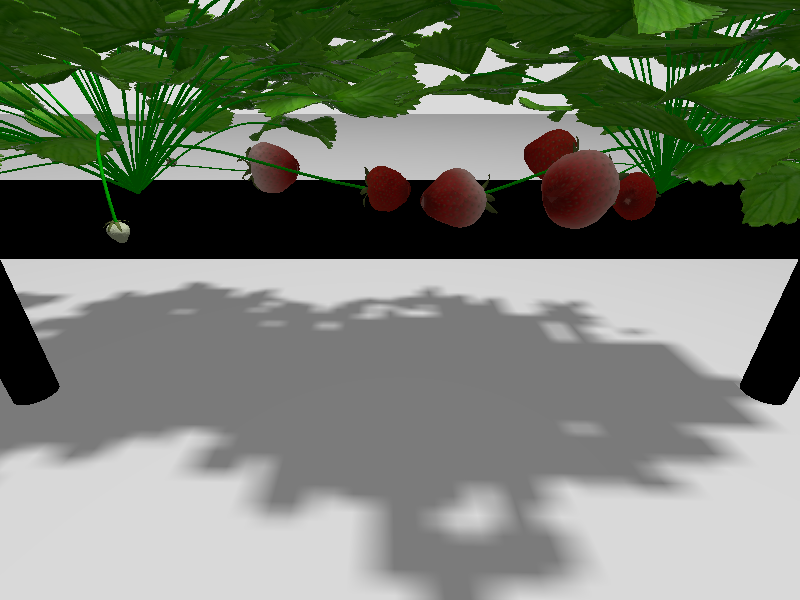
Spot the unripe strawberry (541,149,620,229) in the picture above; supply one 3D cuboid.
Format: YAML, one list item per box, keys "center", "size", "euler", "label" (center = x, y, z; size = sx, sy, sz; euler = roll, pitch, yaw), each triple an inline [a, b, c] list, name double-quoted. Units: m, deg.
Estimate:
- center: [0.105, -0.066, 0.243]
  size: [0.049, 0.048, 0.045]
  euler: [-22, 34, -35]
  label: "unripe strawberry"

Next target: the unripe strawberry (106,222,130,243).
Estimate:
- center: [-0.149, -0.036, 0.213]
  size: [0.010, 0.011, 0.011]
  euler: [-13, 29, -25]
  label: "unripe strawberry"

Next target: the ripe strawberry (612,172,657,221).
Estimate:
- center: [0.151, -0.067, 0.259]
  size: [0.026, 0.030, 0.029]
  euler: [20, 33, 35]
  label: "ripe strawberry"

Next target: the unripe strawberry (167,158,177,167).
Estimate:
- center: [-0.280, -0.169, 0.492]
  size: [0.010, 0.011, 0.011]
  euler: [-8, 9, -16]
  label: "unripe strawberry"

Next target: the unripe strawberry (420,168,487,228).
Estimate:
- center: [0.031, -0.062, 0.244]
  size: [0.039, 0.034, 0.039]
  euler: [-14, 30, -25]
  label: "unripe strawberry"

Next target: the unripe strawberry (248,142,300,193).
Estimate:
- center: [-0.105, -0.110, 0.335]
  size: [0.039, 0.041, 0.036]
  euler: [1, 26, 0]
  label: "unripe strawberry"

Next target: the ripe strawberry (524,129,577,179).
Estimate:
- center: [0.147, -0.143, 0.399]
  size: [0.050, 0.050, 0.047]
  euler: [22, 34, 38]
  label: "ripe strawberry"

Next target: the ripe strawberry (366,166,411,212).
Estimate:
- center: [-0.008, -0.077, 0.278]
  size: [0.030, 0.031, 0.028]
  euler: [8, 28, 15]
  label: "ripe strawberry"
